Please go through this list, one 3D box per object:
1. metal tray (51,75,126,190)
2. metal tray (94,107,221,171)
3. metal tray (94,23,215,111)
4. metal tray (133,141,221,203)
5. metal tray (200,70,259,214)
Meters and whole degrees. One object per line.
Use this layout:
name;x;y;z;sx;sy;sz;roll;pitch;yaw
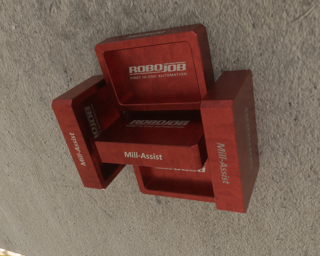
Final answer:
metal tray;-0.082;0.005;0.413;0.030;0.090;0.129;1;119;27
metal tray;0.000;0.008;0.373;0.130;0.090;0.030;1;120;27
metal tray;-0.005;-0.067;0.367;0.130;0.030;0.089;0;122;28
metal tray;0.025;0.053;0.426;0.130;0.030;0.089;1;118;27
metal tray;0.080;0.013;0.332;0.030;0.090;0.129;1;119;28
